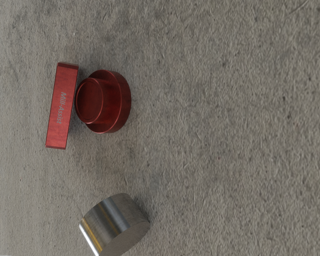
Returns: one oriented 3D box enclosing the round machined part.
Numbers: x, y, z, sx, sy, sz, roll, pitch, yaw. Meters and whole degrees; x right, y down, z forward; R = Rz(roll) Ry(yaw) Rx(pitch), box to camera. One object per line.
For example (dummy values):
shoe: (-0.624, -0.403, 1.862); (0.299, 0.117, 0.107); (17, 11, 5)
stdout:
round machined part: (-0.093, -0.040, 0.471); (0.098, 0.042, 0.097); (0, 90, 40)

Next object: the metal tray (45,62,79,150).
metal tray: (-0.157, -0.040, 0.501); (0.090, 0.030, 0.129); (-139, 59, -71)

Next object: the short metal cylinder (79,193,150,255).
short metal cylinder: (-0.061, 0.134, 0.419); (0.050, 0.081, 0.080); (48, 118, 29)
